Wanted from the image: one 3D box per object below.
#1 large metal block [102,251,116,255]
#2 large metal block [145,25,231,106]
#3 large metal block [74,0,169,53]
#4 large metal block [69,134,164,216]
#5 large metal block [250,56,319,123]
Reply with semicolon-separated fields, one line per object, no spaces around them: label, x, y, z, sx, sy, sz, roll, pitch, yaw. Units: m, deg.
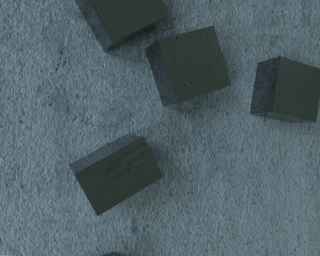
large metal block;-0.081;0.207;0.366;0.081;0.050;0.080;-12;94;-20
large metal block;0.036;-0.080;0.409;0.081;0.050;0.080;-20;97;-19
large metal block;-0.049;-0.151;0.377;0.080;0.050;0.080;-32;101;-17
large metal block;-0.054;0.049;0.360;0.080;0.080;0.050;-29;100;-18
large metal block;0.190;-0.054;0.465;0.081;0.050;0.080;11;87;-20
